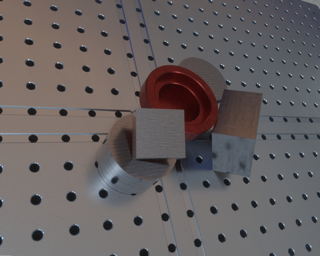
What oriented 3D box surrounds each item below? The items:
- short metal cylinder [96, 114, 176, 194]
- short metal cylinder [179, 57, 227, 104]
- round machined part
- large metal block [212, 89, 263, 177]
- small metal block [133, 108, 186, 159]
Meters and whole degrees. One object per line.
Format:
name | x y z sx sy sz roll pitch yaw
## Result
short metal cylinder | -0.027 0.030 0.358 0.081 0.050 0.080 14 56 -21
short metal cylinder | 0.050 -0.056 0.453 0.081 0.050 0.080 14 56 -21
round machined part | 0.020 -0.027 0.386 0.099 0.042 0.098 14 56 -21
large metal block | 0.103 0.007 0.416 0.050 0.080 0.080 9 50 18
small metal block | -0.002 0.007 0.322 0.050 0.025 0.050 1 80 -14
